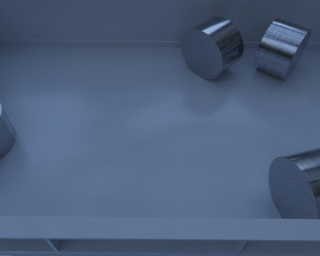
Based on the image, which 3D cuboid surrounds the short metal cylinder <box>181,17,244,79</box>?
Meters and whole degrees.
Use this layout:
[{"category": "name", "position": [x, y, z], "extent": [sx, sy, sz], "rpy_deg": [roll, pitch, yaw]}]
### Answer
[{"category": "short metal cylinder", "position": [0.079, -0.122, 0.473], "extent": [0.050, 0.080, 0.080], "rpy_deg": [-37, 59, -27]}]

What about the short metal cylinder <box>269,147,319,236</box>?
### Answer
[{"category": "short metal cylinder", "position": [0.156, 0.063, 0.318], "extent": [0.050, 0.080, 0.080], "rpy_deg": [-12, 51, -10]}]

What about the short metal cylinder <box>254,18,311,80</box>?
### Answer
[{"category": "short metal cylinder", "position": [0.186, -0.120, 0.473], "extent": [0.050, 0.080, 0.080], "rpy_deg": [30, 56, 22]}]

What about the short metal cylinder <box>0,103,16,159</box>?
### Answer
[{"category": "short metal cylinder", "position": [-0.229, 0.003, 0.384], "extent": [0.081, 0.050, 0.080], "rpy_deg": [0, 50, 0]}]
